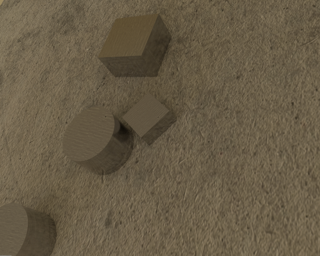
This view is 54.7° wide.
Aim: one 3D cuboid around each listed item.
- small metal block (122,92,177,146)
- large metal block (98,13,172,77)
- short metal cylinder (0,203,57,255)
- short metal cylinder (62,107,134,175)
[{"bbox_3d":[-0.015,-0.013,0.419,0.050,0.025,0.050,-44,51,-2],"label":"small metal block"},{"bbox_3d":[-0.038,-0.127,0.486,0.080,0.050,0.080,5,64,30],"label":"large metal block"},{"bbox_3d":[-0.182,0.142,0.396,0.080,0.050,0.080,-13,56,21],"label":"short metal cylinder"},{"bbox_3d":[-0.083,0.018,0.420,0.080,0.050,0.080,-13,56,21],"label":"short metal cylinder"}]
